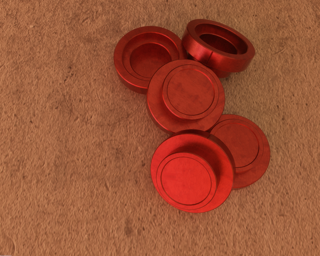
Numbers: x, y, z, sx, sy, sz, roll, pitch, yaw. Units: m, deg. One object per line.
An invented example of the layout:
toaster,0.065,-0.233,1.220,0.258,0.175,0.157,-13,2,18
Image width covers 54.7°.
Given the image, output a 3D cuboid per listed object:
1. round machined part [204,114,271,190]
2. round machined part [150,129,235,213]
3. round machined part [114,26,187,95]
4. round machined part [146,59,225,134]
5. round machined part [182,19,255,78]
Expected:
round machined part,0.091,0.027,0.391,0.099,0.042,0.098,0,70,-1
round machined part,0.034,0.053,0.354,0.098,0.042,0.097,5,105,18
round machined part,-0.013,-0.089,0.433,0.099,0.042,0.098,0,70,-1
round machined part,0.033,-0.039,0.380,0.099,0.042,0.097,1,80,-8
round machined part,0.076,-0.105,0.425,0.099,0.042,0.098,13,42,-12
